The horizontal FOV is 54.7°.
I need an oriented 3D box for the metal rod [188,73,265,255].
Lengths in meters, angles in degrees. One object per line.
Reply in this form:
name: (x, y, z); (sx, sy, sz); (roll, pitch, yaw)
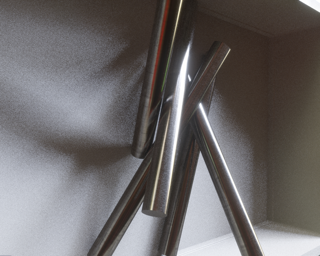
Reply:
metal rod: (0.071, 0.044, 0.392); (0.025, 0.025, 0.299); (-8, 71, -40)

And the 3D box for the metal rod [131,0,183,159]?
metal rod: (0.004, -0.096, 0.319); (0.025, 0.025, 0.298); (-15, 129, -39)

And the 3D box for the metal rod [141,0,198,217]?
metal rod: (0.019, -0.045, 0.372); (0.025, 0.025, 0.300); (34, 53, -35)

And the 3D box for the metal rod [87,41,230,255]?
metal rod: (0.004, 0.022, 0.375); (0.025, 0.025, 0.300); (38, 78, -34)

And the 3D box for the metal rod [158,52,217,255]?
metal rod: (0.046, 0.028, 0.447); (0.025, 0.025, 0.299); (24, 75, -38)
